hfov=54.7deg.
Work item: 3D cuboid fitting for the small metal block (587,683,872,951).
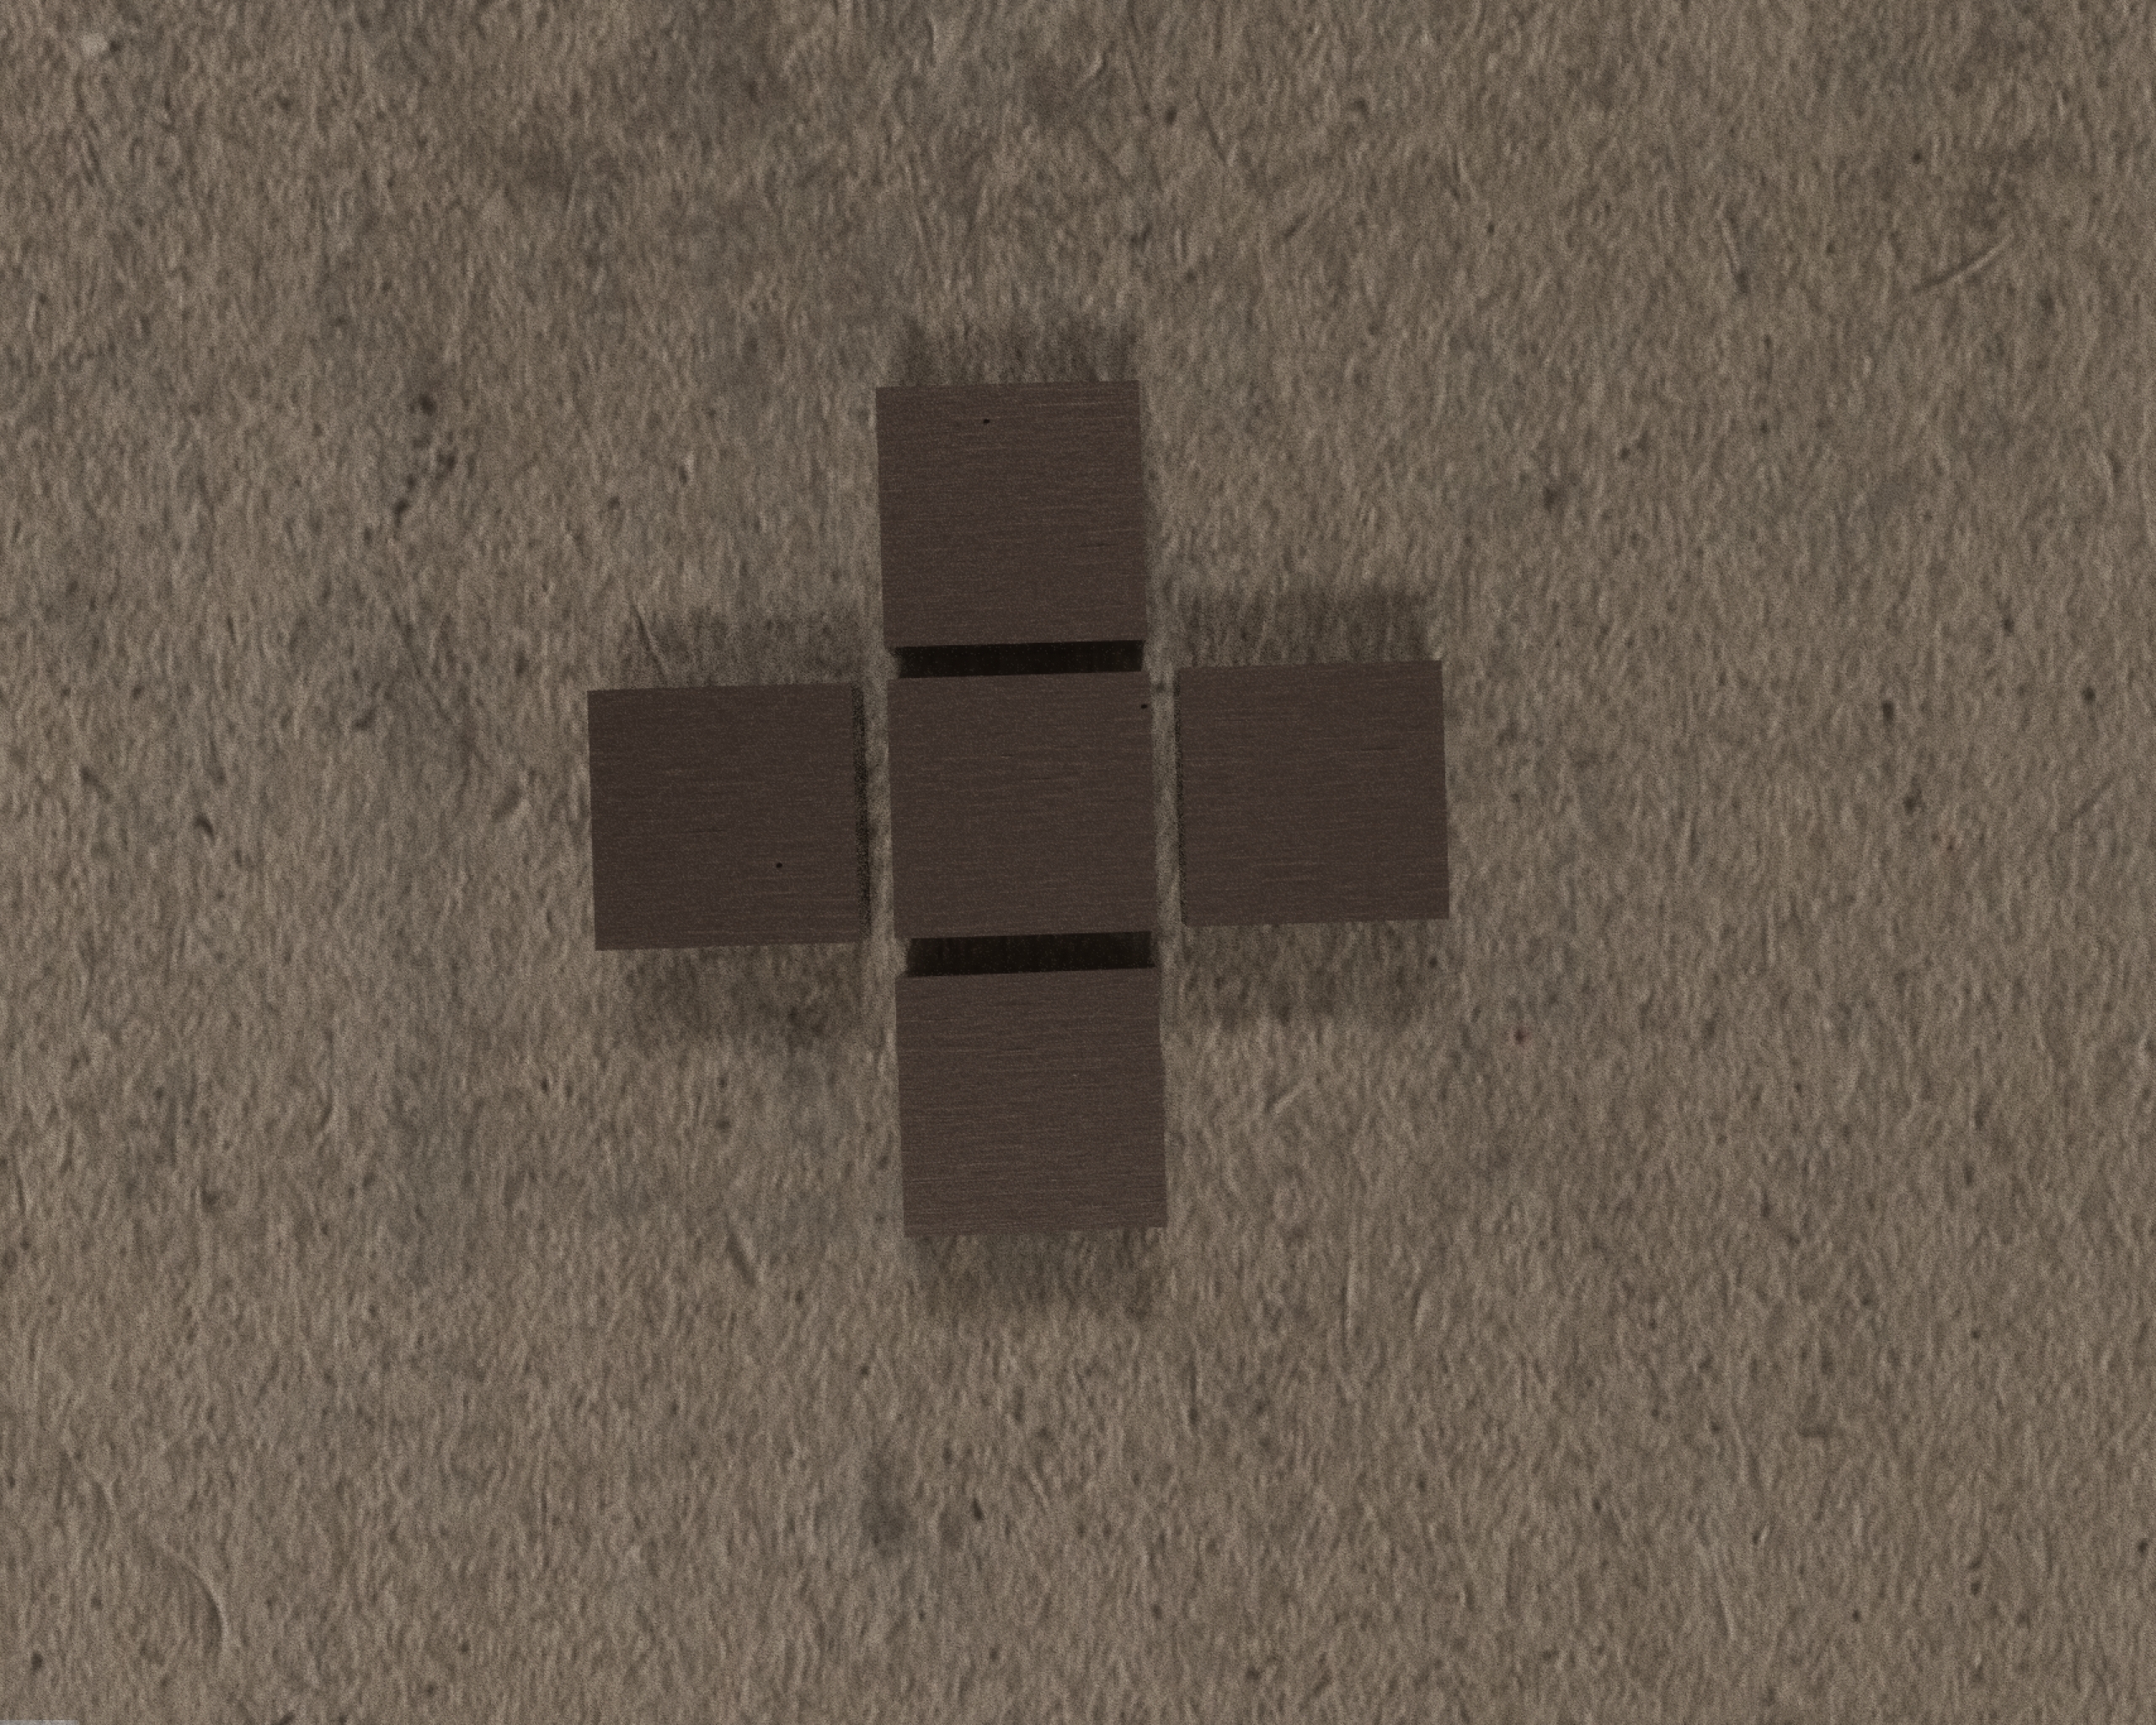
[{"bbox_3d":[-0.068,-0.009,0.410,0.050,0.025,0.050,-2,90,-1],"label":"small metal block"}]

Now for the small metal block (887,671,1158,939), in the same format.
[{"bbox_3d":[-0.011,-0.011,0.411,0.050,0.025,0.050,-2,90,-1],"label":"small metal block"}]

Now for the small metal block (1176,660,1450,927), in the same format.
[{"bbox_3d":[0.045,-0.013,0.412,0.050,0.025,0.050,-2,90,-1],"label":"small metal block"}]

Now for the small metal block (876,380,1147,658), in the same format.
[{"bbox_3d":[-0.013,-0.067,0.411,0.050,0.025,0.050,-2,90,-1],"label":"small metal block"}]

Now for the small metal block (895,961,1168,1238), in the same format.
[{"bbox_3d":[-0.009,0.046,0.411,0.050,0.025,0.050,-2,90,-1],"label":"small metal block"}]
